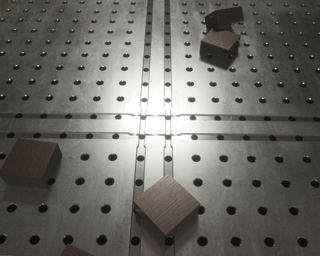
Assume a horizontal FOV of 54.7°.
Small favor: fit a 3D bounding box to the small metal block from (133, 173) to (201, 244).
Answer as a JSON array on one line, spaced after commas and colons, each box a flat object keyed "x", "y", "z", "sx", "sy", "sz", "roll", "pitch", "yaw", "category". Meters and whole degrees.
[{"x": 0.007, "y": 0.086, "z": 0.336, "sx": 0.050, "sy": 0.025, "sz": 0.050, "roll": -35, "pitch": 58, "yaw": -26, "category": "small metal block"}]

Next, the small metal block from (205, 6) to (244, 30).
[{"x": 0.115, "y": -0.197, "z": 0.557, "sx": 0.050, "sy": 0.025, "sz": 0.050, "roll": -14, "pitch": 10, "yaw": -12, "category": "small metal block"}]

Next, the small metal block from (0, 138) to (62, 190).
[{"x": -0.153, "y": 0.042, "z": 0.370, "sx": 0.050, "sy": 0.025, "sz": 0.050, "roll": 7, "pitch": 50, "yaw": 5, "category": "small metal block"}]

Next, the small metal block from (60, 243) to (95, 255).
[{"x": -0.075, "y": 0.144, "z": 0.286, "sx": 0.050, "sy": 0.025, "sz": 0.050, "roll": 18, "pitch": 52, "yaw": 14, "category": "small metal block"}]

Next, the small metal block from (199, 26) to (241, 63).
[{"x": 0.103, "y": -0.144, "z": 0.530, "sx": 0.050, "sy": 0.025, "sz": 0.050, "roll": 26, "pitch": 54, "yaw": 20, "category": "small metal block"}]
